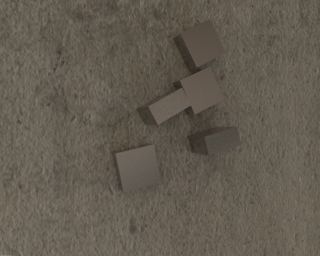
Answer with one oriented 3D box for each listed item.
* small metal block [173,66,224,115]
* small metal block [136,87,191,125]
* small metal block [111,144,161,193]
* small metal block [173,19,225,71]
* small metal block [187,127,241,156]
[{"bbox_3d":[0.053,-0.051,0.430,0.050,0.025,0.050,-28,99,-18],"label":"small metal block"},{"bbox_3d":[0.004,-0.027,0.398,0.050,0.050,0.025,-31,101,-18],"label":"small metal block"},{"bbox_3d":[-0.031,0.050,0.399,0.050,0.025,0.050,-12,95,-20],"label":"small metal block"},{"bbox_3d":[0.055,-0.115,0.430,0.050,0.025,0.050,-31,100,-18],"label":"small metal block"},{"bbox_3d":[0.073,0.017,0.424,0.050,0.050,0.025,-16,96,-20],"label":"small metal block"}]
